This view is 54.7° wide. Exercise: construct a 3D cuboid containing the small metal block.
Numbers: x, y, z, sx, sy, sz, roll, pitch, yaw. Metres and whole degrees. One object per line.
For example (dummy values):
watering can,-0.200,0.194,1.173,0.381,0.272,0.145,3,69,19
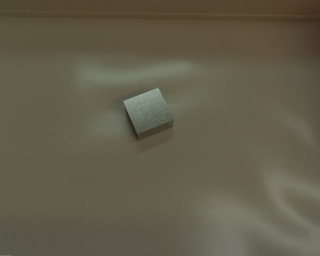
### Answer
small metal block,-0.015,-0.019,0.413,0.050,0.025,0.050,-22,72,-8
